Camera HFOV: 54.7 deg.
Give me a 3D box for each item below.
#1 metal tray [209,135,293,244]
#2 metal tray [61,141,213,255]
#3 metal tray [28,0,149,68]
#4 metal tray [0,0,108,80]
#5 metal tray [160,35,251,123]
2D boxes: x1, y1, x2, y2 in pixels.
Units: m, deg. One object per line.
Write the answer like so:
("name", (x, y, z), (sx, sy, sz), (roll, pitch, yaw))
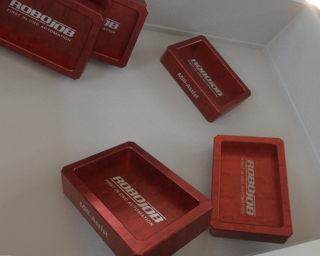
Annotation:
("metal tray", (0.111, 0.072, 0.390), (0.090, 0.030, 0.130), (3, 55, 10))
("metal tray", (-0.026, 0.067, 0.304), (0.091, 0.030, 0.130), (-22, 40, -36))
("metal tray", (-0.091, -0.141, 0.397), (0.131, 0.089, 0.030), (17, 32, -19))
("metal tray", (-0.139, -0.124, 0.361), (0.131, 0.089, 0.030), (25, 31, -13))
("metal tray", (0.073, -0.081, 0.490), (0.091, 0.030, 0.130), (-30, 78, -38))
